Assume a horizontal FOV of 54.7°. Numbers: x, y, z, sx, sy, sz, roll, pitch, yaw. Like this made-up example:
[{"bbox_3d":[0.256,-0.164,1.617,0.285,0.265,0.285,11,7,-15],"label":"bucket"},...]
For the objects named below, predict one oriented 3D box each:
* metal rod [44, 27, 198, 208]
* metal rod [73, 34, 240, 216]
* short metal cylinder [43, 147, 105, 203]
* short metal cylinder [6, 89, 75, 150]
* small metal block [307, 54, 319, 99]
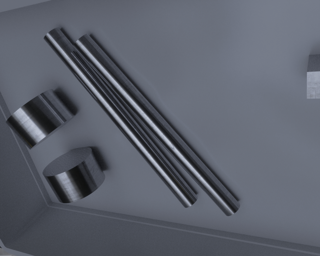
[{"bbox_3d":[-0.048,-0.008,0.427,0.025,0.025,0.300,-32,101,38],"label":"metal rod"},{"bbox_3d":[0.000,0.000,0.407,0.300,0.025,0.025,48,129,-6],"label":"metal rod"},{"bbox_3d":[-0.134,0.072,0.486,0.080,0.080,0.050,-9,114,32],"label":"short metal cylinder"},{"bbox_3d":[-0.173,-0.013,0.454,0.080,0.080,0.050,-31,101,38],"label":"short metal cylinder"},{"bbox_3d":[0.161,-0.048,0.278,0.050,0.050,0.025,2,119,27],"label":"small metal block"}]
